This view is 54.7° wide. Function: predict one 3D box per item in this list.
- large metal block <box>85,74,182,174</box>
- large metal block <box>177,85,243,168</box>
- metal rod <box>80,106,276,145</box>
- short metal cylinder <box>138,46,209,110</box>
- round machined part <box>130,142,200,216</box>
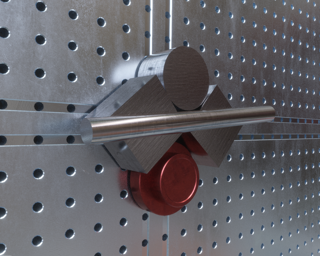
[{"bbox_3d":[-0.026,-0.006,0.366,0.080,0.050,0.080,-47,120,-30],"label":"large metal block"},{"bbox_3d":[0.062,-0.003,0.437,0.080,0.050,0.080,50,62,-29],"label":"large metal block"},{"bbox_3d":[0.049,-0.009,0.378,0.302,0.025,0.025,-6,94,-39],"label":"metal rod"},{"bbox_3d":[0.018,-0.062,0.403,0.081,0.050,0.079,0,90,-40],"label":"short metal cylinder"},{"bbox_3d":[0.013,0.066,0.405,0.099,0.042,0.097,0,90,-40],"label":"round machined part"}]
